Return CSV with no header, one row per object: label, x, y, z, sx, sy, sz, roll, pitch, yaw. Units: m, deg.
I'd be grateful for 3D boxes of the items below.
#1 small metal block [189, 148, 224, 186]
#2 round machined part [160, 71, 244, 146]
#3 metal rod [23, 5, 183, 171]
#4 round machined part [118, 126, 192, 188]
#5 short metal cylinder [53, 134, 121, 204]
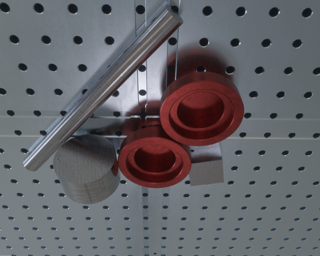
small metal block,0.067,0.059,0.462,0.050,0.025,0.050,-8,130,6
round machined part,0.049,-0.027,0.378,0.099,0.042,0.097,0,130,0
metal rod,-0.087,-0.031,0.384,0.025,0.025,0.299,35,122,-26
round machined part,-0.007,0.036,0.429,0.099,0.042,0.097,1,129,2
short metal cylinder,-0.096,0.055,0.418,0.081,0.080,0.050,-1,137,1
